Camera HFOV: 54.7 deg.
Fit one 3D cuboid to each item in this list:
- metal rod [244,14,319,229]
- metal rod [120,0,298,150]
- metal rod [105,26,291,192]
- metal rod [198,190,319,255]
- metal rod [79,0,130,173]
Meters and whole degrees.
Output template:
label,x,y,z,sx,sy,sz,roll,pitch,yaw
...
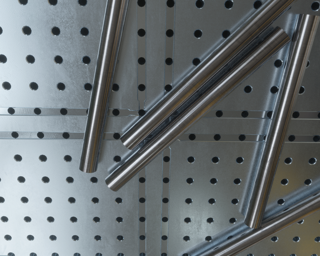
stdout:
label,x,y,z,sx,sy,sz,roll,pitch,yaw
metal rod,0.158,0.005,0.417,0.025,0.025,0.298,7,110,-3
metal rod,0.063,-0.077,0.385,0.299,0.025,0.025,-42,105,13
metal rod,0.040,-0.016,0.407,0.300,0.025,0.025,-42,105,13
metal rod,0.161,0.155,0.472,0.300,0.025,0.025,-33,107,11
metal rod,-0.066,-0.080,0.383,0.025,0.025,0.298,13,110,-5
